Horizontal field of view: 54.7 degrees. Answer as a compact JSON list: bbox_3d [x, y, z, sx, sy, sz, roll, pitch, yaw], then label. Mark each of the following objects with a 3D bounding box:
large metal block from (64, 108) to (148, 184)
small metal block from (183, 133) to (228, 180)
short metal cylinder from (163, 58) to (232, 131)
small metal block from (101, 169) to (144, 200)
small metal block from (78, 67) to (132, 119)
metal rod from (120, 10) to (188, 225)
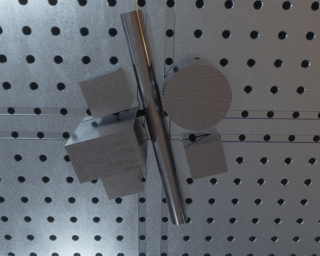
[{"bbox_3d":[-0.062,0.019,0.389,0.080,0.080,0.050,-14,110,5],"label":"large metal block"},{"bbox_3d":[0.063,0.039,0.428,0.050,0.025,0.050,-14,110,4],"label":"small metal block"},{"bbox_3d":[0.044,-0.043,0.384,0.081,0.050,0.079,0,110,-1],"label":"short metal cylinder"},{"bbox_3d":[-0.054,0.068,0.438,0.050,0.025,0.050,-15,110,5],"label":"small metal block"},{"bbox_3d":[-0.068,-0.044,0.396,0.050,0.025,0.050,-16,110,5],"label":"small metal block"},{"bbox_3d":[-0.003,0.001,0.413,0.025,0.025,0.298,-12,110,4],"label":"metal rod"}]
